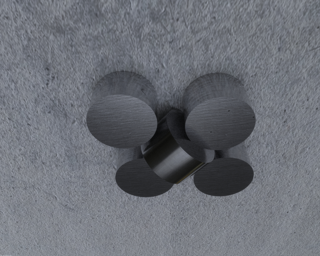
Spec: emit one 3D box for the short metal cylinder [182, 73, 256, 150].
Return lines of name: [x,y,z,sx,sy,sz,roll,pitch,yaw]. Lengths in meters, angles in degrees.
short metal cylinder: [0.069,-0.019,0.375,0.081,0.050,0.079,0,130,0]

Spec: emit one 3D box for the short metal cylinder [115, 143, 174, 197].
short metal cylinder: [-0.020,0.053,0.435,0.081,0.050,0.079,0,130,0]

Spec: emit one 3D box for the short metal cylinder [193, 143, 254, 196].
short metal cylinder: [0.085,0.051,0.436,0.081,0.050,0.079,0,130,0]

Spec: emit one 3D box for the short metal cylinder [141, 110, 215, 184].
short metal cylinder: [0.023,0.024,0.393,0.080,0.080,0.050,32,123,-25]

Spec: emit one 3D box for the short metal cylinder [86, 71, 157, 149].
short metal cylinder: [-0.043,-0.021,0.372,0.081,0.050,0.079,0,130,0]
